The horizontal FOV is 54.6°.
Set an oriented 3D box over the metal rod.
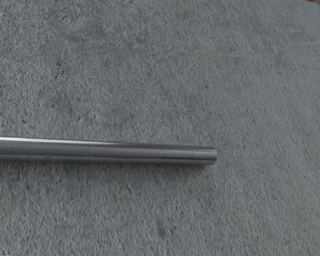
[{"bbox_3d":[-0.066,0.027,0.351,0.302,0.025,0.025,4,60,-26],"label":"metal rod"}]
